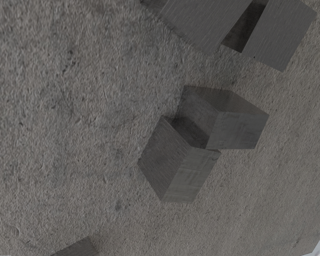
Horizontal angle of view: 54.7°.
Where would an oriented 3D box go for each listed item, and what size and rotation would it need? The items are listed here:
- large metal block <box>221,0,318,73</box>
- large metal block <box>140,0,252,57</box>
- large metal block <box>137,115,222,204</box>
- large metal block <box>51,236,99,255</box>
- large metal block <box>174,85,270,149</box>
[{"bbox_3d":[0.132,-0.125,0.385,0.081,0.050,0.079,13,112,-34],"label":"large metal block"},{"bbox_3d":[0.041,-0.137,0.328,0.080,0.050,0.080,29,102,-38],"label":"large metal block"},{"bbox_3d":[0.022,0.041,0.408,0.050,0.080,0.080,14,111,-34],"label":"large metal block"},{"bbox_3d":[-0.122,0.216,0.439,0.081,0.080,0.050,-25,128,-13],"label":"large metal block"},{"bbox_3d":[0.078,-0.014,0.405,0.081,0.080,0.050,2,117,-30],"label":"large metal block"}]
